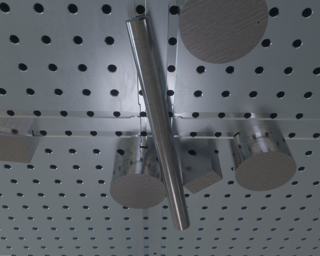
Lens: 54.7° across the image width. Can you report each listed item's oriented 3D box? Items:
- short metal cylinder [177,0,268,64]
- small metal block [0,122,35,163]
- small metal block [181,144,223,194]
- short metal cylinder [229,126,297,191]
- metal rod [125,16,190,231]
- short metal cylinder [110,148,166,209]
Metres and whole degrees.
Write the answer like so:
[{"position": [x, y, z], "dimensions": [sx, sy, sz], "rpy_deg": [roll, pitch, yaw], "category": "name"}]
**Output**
[{"position": [0.058, -0.110, 0.302], "dimensions": [0.081, 0.050, 0.079], "rpy_deg": [0, 130, 0], "category": "short metal cylinder"}, {"position": [-0.205, 0.020, 0.427], "dimensions": [0.050, 0.025, 0.050], "rpy_deg": [6, 130, -6], "category": "small metal block"}, {"position": [0.059, 0.059, 0.446], "dimensions": [0.050, 0.050, 0.025], "rpy_deg": [-34, 123, 25], "category": "small metal block"}, {"position": [0.142, 0.044, 0.434], "dimensions": [0.081, 0.050, 0.079], "rpy_deg": [0, 130, 0], "category": "short metal cylinder"}, {"position": [0.005, 0.016, 0.389], "dimensions": [0.025, 0.025, 0.298], "rpy_deg": [-9, 119, 7], "category": "metal rod"}, {"position": [-0.031, 0.075, 0.459], "dimensions": [0.081, 0.050, 0.079], "rpy_deg": [0, 130, 0], "category": "short metal cylinder"}]
